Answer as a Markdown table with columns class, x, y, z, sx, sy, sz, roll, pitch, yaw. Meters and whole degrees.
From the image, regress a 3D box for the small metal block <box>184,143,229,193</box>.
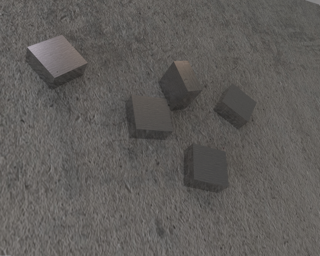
| class | x | y | z | sx | sy | sz | roll | pitch | yaw |
| --- | --- | --- | --- | --- | --- | --- | --- | --- | --- |
| small metal block | 0.059 | 0.053 | 0.403 | 0.050 | 0.025 | 0.050 | 15 | 56 | -20 |

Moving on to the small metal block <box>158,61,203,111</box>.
| class | x | y | z | sx | sy | sz | roll | pitch | yaw |
| --- | --- | --- | --- | --- | --- | --- | --- | --- | --- |
| small metal block | 0.028 | -0.059 | 0.439 | 0.025 | 0.050 | 0.050 | -10 | 67 | -32 |

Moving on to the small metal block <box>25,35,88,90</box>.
| class | x | y | z | sx | sy | sz | roll | pitch | yaw |
| --- | --- | --- | --- | --- | --- | --- | --- | --- | --- |
| small metal block | -0.128 | -0.082 | 0.385 | 0.050 | 0.025 | 0.050 | 48 | 51 | 5 |

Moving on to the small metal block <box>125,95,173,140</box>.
| class | x | y | z | sx | sy | sz | roll | pitch | yaw |
| --- | --- | --- | --- | --- | --- | --- | --- | --- | --- |
| small metal block | -0.015 | -0.013 | 0.403 | 0.050 | 0.025 | 0.050 | 4 | 60 | -26 |

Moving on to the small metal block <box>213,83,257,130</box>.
| class | x | y | z | sx | sy | sz | roll | pitch | yaw |
| --- | --- | --- | --- | --- | --- | --- | --- | --- | --- |
| small metal block | 0.119 | -0.034 | 0.488 | 0.050 | 0.025 | 0.050 | 38 | 51 | -3 |
